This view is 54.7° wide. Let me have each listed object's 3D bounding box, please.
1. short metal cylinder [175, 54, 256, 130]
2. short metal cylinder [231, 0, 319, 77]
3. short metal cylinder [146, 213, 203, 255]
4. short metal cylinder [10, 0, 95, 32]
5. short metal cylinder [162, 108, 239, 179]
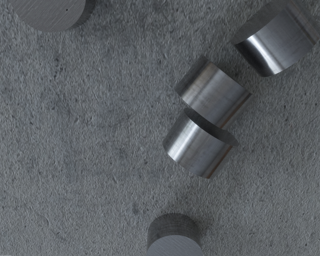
[{"bbox_3d":[0.065,-0.042,0.365,0.080,0.080,0.050,35,106,-12],"label":"short metal cylinder"},{"bbox_3d":[0.127,-0.103,0.344,0.080,0.080,0.050,-42,105,14],"label":"short metal cylinder"},{"bbox_3d":[0.021,0.175,0.461,0.081,0.050,0.079,0,110,0],"label":"short metal cylinder"},{"bbox_3d":[-0.116,-0.148,0.341,0.081,0.050,0.079,0,110,0],"label":"short metal cylinder"},{"bbox_3d":[0.050,0.018,0.387,0.080,0.080,0.050,29,108,-10],"label":"short metal cylinder"}]
